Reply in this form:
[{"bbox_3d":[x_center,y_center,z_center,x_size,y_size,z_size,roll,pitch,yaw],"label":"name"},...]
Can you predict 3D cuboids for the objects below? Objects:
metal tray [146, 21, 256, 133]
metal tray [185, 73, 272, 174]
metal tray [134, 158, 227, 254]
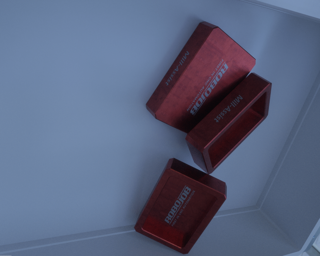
[{"bbox_3d":[0.054,-0.057,0.401,0.090,0.030,0.129,25,104,-37],"label":"metal tray"},{"bbox_3d":[0.097,-0.004,0.427,0.130,0.030,0.090,-43,150,-10],"label":"metal tray"},{"bbox_3d":[0.028,0.117,0.452,0.090,0.030,0.129,26,117,0],"label":"metal tray"}]
